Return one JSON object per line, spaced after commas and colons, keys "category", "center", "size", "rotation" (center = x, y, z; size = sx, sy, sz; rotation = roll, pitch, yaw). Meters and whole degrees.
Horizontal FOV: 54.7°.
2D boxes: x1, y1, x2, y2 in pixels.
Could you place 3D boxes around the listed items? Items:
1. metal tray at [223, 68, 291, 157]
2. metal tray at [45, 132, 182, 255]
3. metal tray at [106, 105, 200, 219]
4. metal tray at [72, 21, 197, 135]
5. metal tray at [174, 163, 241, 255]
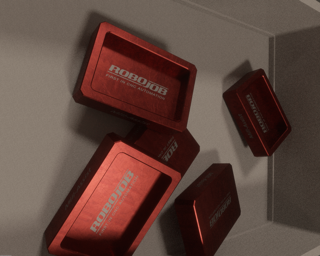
{"category": "metal tray", "center": [0.172, -0.026, 0.537], "size": [0.091, 0.030, 0.130], "rotation": [-39, 105, -33]}
{"category": "metal tray", "center": [-0.048, 0.081, 0.329], "size": [0.090, 0.030, 0.130], "rotation": [32, 91, -29]}
{"category": "metal tray", "center": [-0.010, 0.043, 0.397], "size": [0.090, 0.030, 0.130], "rotation": [52, 59, -27]}
{"category": "metal tray", "center": [-0.024, -0.053, 0.360], "size": [0.131, 0.030, 0.090], "rotation": [20, 71, -25]}
{"category": "metal tray", "center": [0.074, 0.116, 0.447], "size": [0.131, 0.030, 0.089], "rotation": [-28, 108, -52]}
